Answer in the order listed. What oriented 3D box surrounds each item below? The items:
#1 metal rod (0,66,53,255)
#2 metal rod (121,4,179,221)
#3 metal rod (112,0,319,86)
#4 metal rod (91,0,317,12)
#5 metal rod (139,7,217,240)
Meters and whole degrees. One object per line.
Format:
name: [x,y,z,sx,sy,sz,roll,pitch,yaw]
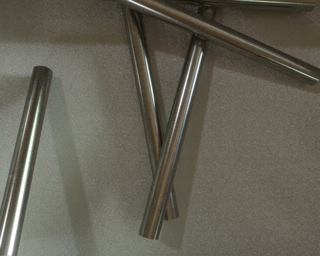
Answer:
metal rod: [-0.157,0.059,0.346,0.025,0.025,0.299,1,64,0]
metal rod: [-0.014,-0.028,0.411,0.025,0.025,0.298,-10,90,0]
metal rod: [0.068,-0.118,0.384,0.302,0.025,0.025,20,90,-12]
metal rod: [0.050,-0.169,0.393,0.302,0.025,0.025,1,90,-6]
metal rod: [0.025,-0.012,0.394,0.025,0.025,0.299,15,83,-1]
